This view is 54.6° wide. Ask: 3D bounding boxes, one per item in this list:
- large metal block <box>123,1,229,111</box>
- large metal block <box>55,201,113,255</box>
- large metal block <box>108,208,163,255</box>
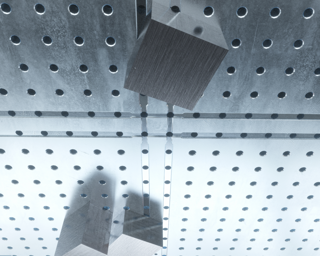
[{"bbox_3d":[0.014,-0.075,0.332,0.080,0.050,0.080,17,128,-15],"label":"large metal block"},{"bbox_3d":[-0.130,0.185,0.532,0.050,0.080,0.080,37,121,-27],"label":"large metal block"},{"bbox_3d":[-0.050,0.200,0.565,0.080,0.050,0.080,27,125,-21],"label":"large metal block"}]
